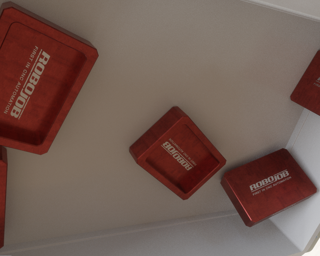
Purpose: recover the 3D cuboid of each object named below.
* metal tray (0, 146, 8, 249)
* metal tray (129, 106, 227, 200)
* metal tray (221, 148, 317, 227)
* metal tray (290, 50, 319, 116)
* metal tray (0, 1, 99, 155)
[{"bbox_3d":[-0.219,0.082,0.336,0.091,0.030,0.129,1,118,-29],"label":"metal tray"},{"bbox_3d":[0.030,0.041,0.446,0.090,0.030,0.130,-43,129,2],"label":"metal tray"},{"bbox_3d":[0.181,0.097,0.520,0.131,0.090,0.030,-20,150,-16],"label":"metal tray"},{"bbox_3d":[0.269,-0.053,0.455,0.030,0.130,0.089,13,112,-34],"label":"metal tray"},{"bbox_3d":[-0.132,-0.042,0.306,0.091,0.030,0.129,22,107,-36],"label":"metal tray"}]
